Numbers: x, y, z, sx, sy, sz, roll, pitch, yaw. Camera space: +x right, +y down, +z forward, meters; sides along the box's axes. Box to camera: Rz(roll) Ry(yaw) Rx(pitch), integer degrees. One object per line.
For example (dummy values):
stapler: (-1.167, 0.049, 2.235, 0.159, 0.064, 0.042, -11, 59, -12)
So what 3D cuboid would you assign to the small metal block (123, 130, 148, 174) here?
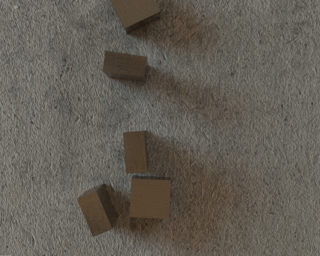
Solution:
small metal block: (-0.030, 0.029, 0.397, 0.025, 0.050, 0.050, -5, 90, 0)

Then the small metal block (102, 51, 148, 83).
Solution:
small metal block: (-0.042, -0.077, 0.397, 0.050, 0.050, 0.025, 8, 90, 0)

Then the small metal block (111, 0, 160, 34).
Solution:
small metal block: (-0.033, -0.161, 0.409, 0.050, 0.025, 0.050, -26, 90, 0)

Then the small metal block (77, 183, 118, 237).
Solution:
small metal block: (-0.079, 0.103, 0.397, 0.025, 0.050, 0.050, -23, 90, 0)

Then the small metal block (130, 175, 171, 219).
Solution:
small metal block: (-0.013, 0.091, 0.410, 0.050, 0.025, 0.050, 3, 90, 0)
